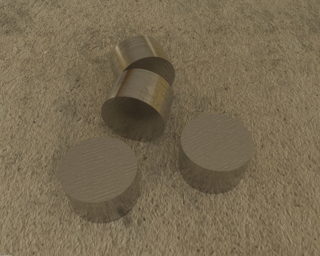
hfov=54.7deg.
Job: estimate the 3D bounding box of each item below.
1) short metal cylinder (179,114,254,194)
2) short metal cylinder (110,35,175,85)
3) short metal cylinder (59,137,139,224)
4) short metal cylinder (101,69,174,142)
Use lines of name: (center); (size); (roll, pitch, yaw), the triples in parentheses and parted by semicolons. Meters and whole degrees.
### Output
short metal cylinder: (0.063, 0.030, 0.362); (0.080, 0.050, 0.080); (0, 50, 0)
short metal cylinder: (-0.025, -0.082, 0.436); (0.081, 0.080, 0.050); (-14, 52, -12)
short metal cylinder: (-0.064, 0.056, 0.339); (0.080, 0.050, 0.080); (0, 50, 0)
short metal cylinder: (-0.027, -0.027, 0.390); (0.080, 0.080, 0.050); (11, 51, 9)
